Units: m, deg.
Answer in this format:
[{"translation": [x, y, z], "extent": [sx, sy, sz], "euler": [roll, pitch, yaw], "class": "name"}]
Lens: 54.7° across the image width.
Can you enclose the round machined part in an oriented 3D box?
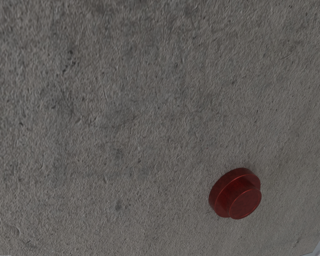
[{"translation": [0.139, 0.122, 0.547], "extent": [0.099, 0.042, 0.097], "euler": [-14, 124, -21], "class": "round machined part"}]
